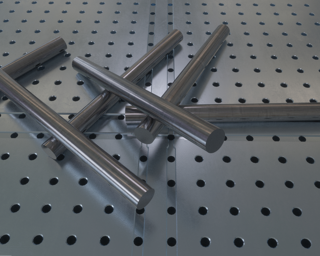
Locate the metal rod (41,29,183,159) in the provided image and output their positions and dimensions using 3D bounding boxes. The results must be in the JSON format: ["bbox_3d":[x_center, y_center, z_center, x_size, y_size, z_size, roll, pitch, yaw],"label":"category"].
[{"bbox_3d":[-0.054,-0.066,0.463,0.025,0.025,0.301,27,55,21],"label":"metal rod"}]

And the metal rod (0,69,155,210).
[{"bbox_3d":[-0.125,-0.002,0.375,0.300,0.025,0.025,33,57,28],"label":"metal rod"}]

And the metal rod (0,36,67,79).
[{"bbox_3d":[-0.264,-0.057,0.454,0.025,0.025,0.301,33,57,24],"label":"metal rod"}]

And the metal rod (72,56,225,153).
[{"bbox_3d":[-0.039,-0.045,0.389,0.025,0.025,0.300,-32,40,-24],"label":"metal rod"}]

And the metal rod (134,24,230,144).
[{"bbox_3d":[0.047,-0.082,0.454,0.025,0.025,0.301,21,46,16],"label":"metal rod"}]

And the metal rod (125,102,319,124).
[{"bbox_3d":[0.104,-0.021,0.425,0.302,0.025,0.025,-1,50,-1],"label":"metal rod"}]
